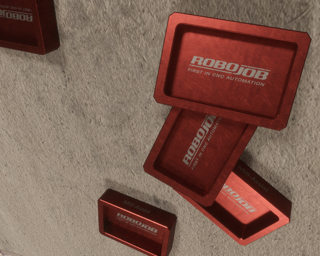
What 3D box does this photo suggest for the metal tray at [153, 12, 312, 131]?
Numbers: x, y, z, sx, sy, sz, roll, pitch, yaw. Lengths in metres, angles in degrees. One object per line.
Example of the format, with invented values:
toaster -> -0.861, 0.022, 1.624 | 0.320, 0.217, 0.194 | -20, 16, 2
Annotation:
metal tray -> 0.066, -0.056, 0.305 | 0.131, 0.030, 0.089 | 14, 102, 13

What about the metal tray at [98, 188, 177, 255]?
metal tray -> -0.041, 0.164, 0.524 | 0.130, 0.030, 0.089 | 17, 125, 17

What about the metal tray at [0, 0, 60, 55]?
metal tray -> -0.201, -0.153, 0.411 | 0.130, 0.030, 0.089 | 14, 124, 19

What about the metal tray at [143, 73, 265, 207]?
metal tray -> 0.048, 0.012, 0.353 | 0.090, 0.030, 0.129 | 29, 105, 10

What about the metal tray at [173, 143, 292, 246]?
metal tray -> 0.092, 0.089, 0.409 | 0.130, 0.030, 0.089 | 40, 129, 0
